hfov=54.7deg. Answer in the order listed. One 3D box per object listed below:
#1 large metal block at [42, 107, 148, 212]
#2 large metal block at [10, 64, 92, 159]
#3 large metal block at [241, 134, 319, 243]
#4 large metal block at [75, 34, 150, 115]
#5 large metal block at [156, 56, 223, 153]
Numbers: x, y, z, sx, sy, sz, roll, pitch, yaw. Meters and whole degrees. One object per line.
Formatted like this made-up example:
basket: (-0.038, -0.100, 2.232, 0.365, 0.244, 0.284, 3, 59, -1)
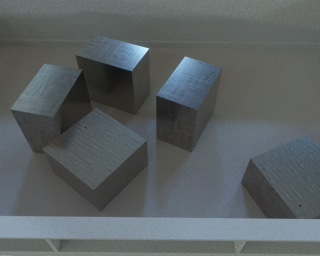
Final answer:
large metal block: (-0.071, 0.034, 0.359, 0.080, 0.050, 0.080, 32, 57, 23)
large metal block: (-0.127, -0.020, 0.385, 0.050, 0.080, 0.080, 10, 51, 8)
large metal block: (0.150, 0.064, 0.337, 0.081, 0.050, 0.080, -19, 53, -16)
large metal block: (-0.061, -0.073, 0.430, 0.080, 0.080, 0.050, 18, 53, 14)
large metal block: (0.036, -0.030, 0.395, 0.050, 0.080, 0.080, 21, 53, 17)
